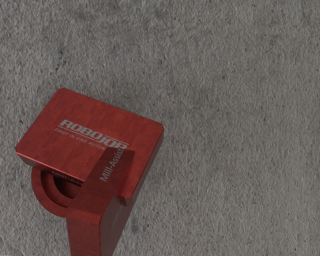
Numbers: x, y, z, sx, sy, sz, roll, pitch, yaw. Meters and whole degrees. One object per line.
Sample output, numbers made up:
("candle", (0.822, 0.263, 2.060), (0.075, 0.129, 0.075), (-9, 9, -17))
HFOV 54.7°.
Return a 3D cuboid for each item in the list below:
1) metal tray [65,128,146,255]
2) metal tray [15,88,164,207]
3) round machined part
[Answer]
("metal tray", (-0.050, 0.071, 0.322), (0.030, 0.130, 0.089), (13, 126, 9))
("metal tray", (-0.072, 0.017, 0.334), (0.130, 0.030, 0.090), (21, 61, 9))
("round machined part", (-0.089, 0.053, 0.354), (0.099, 0.042, 0.098), (0, 74, 1))
